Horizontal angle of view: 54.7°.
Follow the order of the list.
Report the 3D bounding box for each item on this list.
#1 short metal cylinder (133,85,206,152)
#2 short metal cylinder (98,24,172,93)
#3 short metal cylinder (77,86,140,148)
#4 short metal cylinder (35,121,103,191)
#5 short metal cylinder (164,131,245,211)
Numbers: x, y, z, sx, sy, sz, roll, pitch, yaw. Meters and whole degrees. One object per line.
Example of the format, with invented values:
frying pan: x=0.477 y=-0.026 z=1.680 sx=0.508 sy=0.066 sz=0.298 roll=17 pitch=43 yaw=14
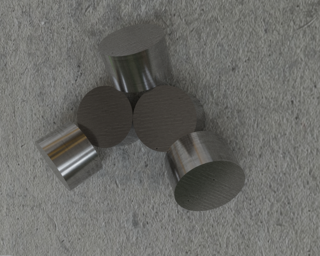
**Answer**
short metal cylinder: x=0.013 y=-0.011 z=0.392 sx=0.080 sy=0.050 sz=0.080 roll=0 pitch=90 yaw=20
short metal cylinder: x=-0.029 y=-0.088 z=0.385 sx=0.080 sy=0.080 sz=0.050 roll=2 pitch=133 yaw=20
short metal cylinder: x=-0.063 y=-0.014 z=0.419 sx=0.080 sy=0.050 sz=0.080 roll=0 pitch=90 yaw=20
short metal cylinder: x=-0.123 y=0.038 z=0.418 sx=0.050 sy=0.080 sz=0.080 roll=-36 pitch=75 yaw=-24
short metal cylinder: x=0.050 y=0.050 z=0.357 sx=0.080 sy=0.080 sz=0.050 roll=-39 pitch=36 yaw=16
